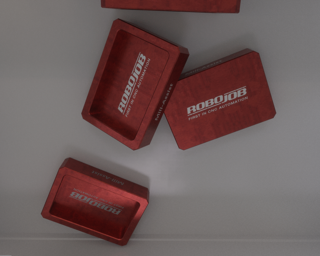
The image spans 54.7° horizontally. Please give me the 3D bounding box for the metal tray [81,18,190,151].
[{"bbox_3d":[-0.033,-0.050,0.369,0.090,0.030,0.129,30,109,18],"label":"metal tray"}]

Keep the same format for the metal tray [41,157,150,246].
[{"bbox_3d":[-0.092,0.108,0.447,0.131,0.030,0.089,23,108,-9],"label":"metal tray"}]

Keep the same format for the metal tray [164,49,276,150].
[{"bbox_3d":[0.070,-0.035,0.396,0.130,0.030,0.090,-21,109,7],"label":"metal tray"}]

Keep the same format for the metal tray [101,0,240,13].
[{"bbox_3d":[0.010,-0.139,0.325,0.131,0.090,0.030,2,110,-1],"label":"metal tray"}]
